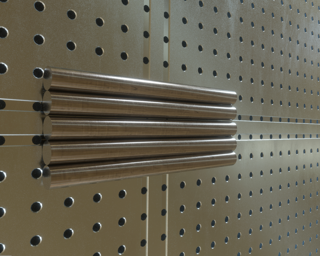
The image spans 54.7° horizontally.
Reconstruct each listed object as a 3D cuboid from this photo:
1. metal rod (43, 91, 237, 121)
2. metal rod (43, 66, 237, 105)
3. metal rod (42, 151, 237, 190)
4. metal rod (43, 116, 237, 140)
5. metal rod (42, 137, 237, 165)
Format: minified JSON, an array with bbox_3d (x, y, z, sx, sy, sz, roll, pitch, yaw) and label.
[{"bbox_3d":[0.001,-0.025,0.412,0.302,0.025,0.025,0,90,-40],"label":"metal rod"},{"bbox_3d":[0.001,-0.050,0.412,0.302,0.025,0.025,0,90,-40],"label":"metal rod"},{"bbox_3d":[0.000,0.050,0.411,0.302,0.025,0.025,0,90,-40],"label":"metal rod"},{"bbox_3d":[0.001,0.001,0.412,0.302,0.025,0.025,0,90,-40],"label":"metal rod"},{"bbox_3d":[0.001,0.026,0.411,0.302,0.025,0.025,0,90,-40],"label":"metal rod"}]
